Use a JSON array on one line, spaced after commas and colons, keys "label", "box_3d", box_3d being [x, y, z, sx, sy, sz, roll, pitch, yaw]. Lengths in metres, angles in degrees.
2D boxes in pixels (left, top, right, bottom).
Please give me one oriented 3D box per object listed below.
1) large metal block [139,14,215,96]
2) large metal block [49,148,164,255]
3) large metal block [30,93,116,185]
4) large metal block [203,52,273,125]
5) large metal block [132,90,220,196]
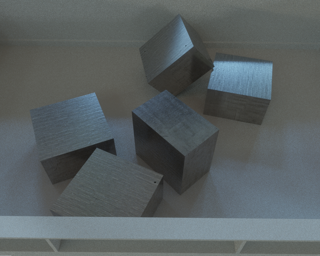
[{"label": "large metal block", "box_3d": [0.021, -0.103, 0.449, 0.080, 0.050, 0.080, -35, 47, 24]}, {"label": "large metal block", "box_3d": [-0.050, 0.078, 0.322, 0.080, 0.050, 0.080, 20, 53, 16]}, {"label": "large metal block", "box_3d": [-0.104, 0.011, 0.378, 0.081, 0.050, 0.080, -18, 52, -15]}, {"label": "large metal block", "box_3d": [0.110, -0.057, 0.438, 0.080, 0.050, 0.080, 12, 51, 9]}, {"label": "large metal block", "box_3d": [0.015, 0.017, 0.355, 0.050, 0.080, 0.080, -35, 59, -26]}]
